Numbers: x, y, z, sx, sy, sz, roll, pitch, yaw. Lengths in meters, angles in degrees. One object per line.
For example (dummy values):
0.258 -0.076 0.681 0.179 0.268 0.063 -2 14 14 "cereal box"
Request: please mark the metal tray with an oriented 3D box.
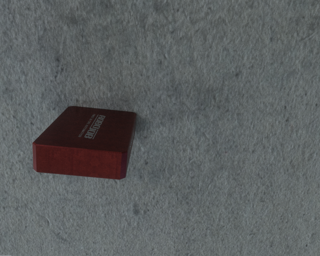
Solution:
-0.078 0.011 0.357 0.090 0.130 0.030 6 110 -2 "metal tray"
